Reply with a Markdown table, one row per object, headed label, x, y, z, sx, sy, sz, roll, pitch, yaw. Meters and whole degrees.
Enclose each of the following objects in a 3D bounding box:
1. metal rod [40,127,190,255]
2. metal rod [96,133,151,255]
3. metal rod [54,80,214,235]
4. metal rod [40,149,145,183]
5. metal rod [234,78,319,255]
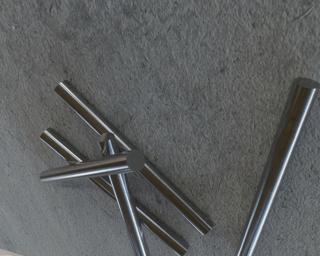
| label | x | y | z | sx | sy | sz | roll | pitch | yaw |
| --- | --- | --- | --- | --- | --- | --- | --- | --- | --- |
| metal rod | -0.074 | 0.105 | 0.511 | 0.300 | 0.025 | 0.025 | 40 | 129 | 0 |
| metal rod | -0.045 | 0.143 | 0.485 | 0.025 | 0.025 | 0.298 | 2 | 120 | 27 |
| metal rod | -0.036 | 0.045 | 0.453 | 0.300 | 0.025 | 0.025 | 45 | 129 | -3 |
| metal rod | -0.119 | 0.063 | 0.460 | 0.299 | 0.025 | 0.025 | -16 | 111 | 50 |
| metal rod | 0.133 | 0.080 | 0.385 | 0.025 | 0.025 | 0.298 | 17 | 125 | 18 |
